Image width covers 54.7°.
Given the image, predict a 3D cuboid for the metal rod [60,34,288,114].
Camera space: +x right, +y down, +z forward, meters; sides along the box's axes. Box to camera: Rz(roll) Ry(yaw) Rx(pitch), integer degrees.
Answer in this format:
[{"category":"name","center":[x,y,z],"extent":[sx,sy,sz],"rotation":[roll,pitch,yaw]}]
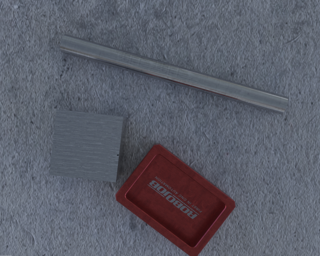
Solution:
[{"category":"metal rod","center":[0.019,-0.071,0.410],"extent":[0.302,0.025,0.025],"rotation":[16,90,0]}]

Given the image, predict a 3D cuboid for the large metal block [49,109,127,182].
[{"category":"large metal block","center":[-0.088,0.021,0.397],"extent":[0.080,0.050,0.080],"rotation":[6,90,0]}]

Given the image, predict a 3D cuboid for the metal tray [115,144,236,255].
[{"category":"metal tray","center":[0.020,0.093,0.407],"extent":[0.130,0.030,0.090],"rotation":[37,90,0]}]
